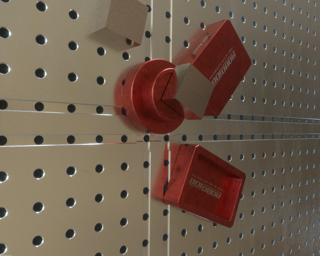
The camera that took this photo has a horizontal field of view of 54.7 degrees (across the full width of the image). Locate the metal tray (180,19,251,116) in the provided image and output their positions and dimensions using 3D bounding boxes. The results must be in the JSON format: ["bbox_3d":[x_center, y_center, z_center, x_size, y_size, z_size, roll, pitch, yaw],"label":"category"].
[{"bbox_3d":[0.085,-0.093,0.477,0.090,0.030,0.130,51,60,-28],"label":"metal tray"}]

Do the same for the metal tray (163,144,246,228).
[{"bbox_3d":[0.072,0.089,0.466,0.131,0.030,0.090,31,71,-36],"label":"metal tray"}]

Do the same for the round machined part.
[{"bbox_3d":[0.004,-0.041,0.401,0.099,0.042,0.097,0,90,-40],"label":"round machined part"}]

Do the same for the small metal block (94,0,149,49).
[{"bbox_3d":[-0.045,-0.130,0.371,0.050,0.025,0.050,18,79,-39],"label":"small metal block"}]

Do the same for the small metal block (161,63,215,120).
[{"bbox_3d":[0.036,-0.044,0.384,0.050,0.025,0.050,35,68,-35],"label":"small metal block"}]
